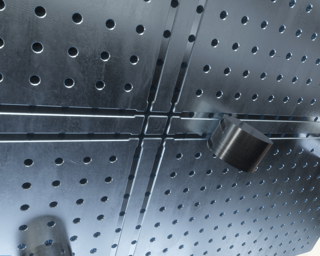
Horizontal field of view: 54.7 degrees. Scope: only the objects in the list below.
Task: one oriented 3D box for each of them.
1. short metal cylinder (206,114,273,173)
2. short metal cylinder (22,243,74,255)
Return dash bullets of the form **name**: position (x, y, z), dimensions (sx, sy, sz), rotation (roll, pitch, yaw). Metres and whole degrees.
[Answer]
- **short metal cylinder**: position (0.115, 0.021, 0.452), dimensions (0.081, 0.080, 0.050), rotation (18, 109, -35)
- **short metal cylinder**: position (-0.159, 0.211, 0.439), dimensions (0.081, 0.050, 0.079), rotation (-14, 124, -21)
